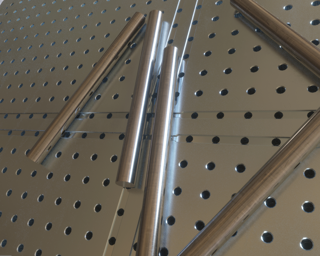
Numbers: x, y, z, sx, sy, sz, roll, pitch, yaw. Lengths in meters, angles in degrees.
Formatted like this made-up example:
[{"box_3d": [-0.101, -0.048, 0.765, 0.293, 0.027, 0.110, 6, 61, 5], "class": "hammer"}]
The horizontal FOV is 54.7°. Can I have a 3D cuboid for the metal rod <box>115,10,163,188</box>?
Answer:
[{"box_3d": [-0.025, -0.060, 0.456, 0.025, 0.025, 0.299, -6, 59, 25], "class": "metal rod"}]

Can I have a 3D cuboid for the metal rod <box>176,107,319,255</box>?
[{"box_3d": [0.083, 0.080, 0.315, 0.300, 0.025, 0.025, -45, 51, -4], "class": "metal rod"}]

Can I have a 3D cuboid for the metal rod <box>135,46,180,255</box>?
[{"box_3d": [0.001, 0.015, 0.396, 0.025, 0.025, 0.299, -7, 58, 24], "class": "metal rod"}]

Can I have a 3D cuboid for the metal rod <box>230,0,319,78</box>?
[{"box_3d": [0.175, -0.091, 0.372, 0.025, 0.025, 0.300, -34, 52, 5], "class": "metal rod"}]

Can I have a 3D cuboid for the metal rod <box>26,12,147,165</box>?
[{"box_3d": [-0.114, -0.072, 0.510, 0.025, 0.025, 0.300, 24, 74, 36], "class": "metal rod"}]
